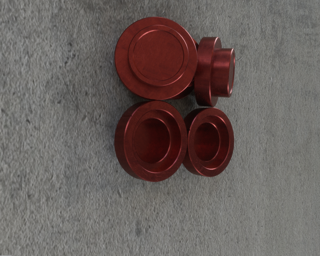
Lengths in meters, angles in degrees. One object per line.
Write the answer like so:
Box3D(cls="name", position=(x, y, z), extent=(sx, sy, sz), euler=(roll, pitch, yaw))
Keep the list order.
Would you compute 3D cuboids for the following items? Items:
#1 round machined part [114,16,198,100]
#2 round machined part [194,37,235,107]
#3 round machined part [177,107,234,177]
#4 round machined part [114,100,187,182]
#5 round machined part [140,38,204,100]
Box3D(cls="round machined part", position=(-0.004, -0.081, 0.363), extent=(0.099, 0.042, 0.097), euler=(0, 93, -7))
Box3D(cls="round machined part", position=(0.081, -0.078, 0.437), extent=(0.098, 0.042, 0.097), euler=(5, 91, -71))
Box3D(cls="round machined part", position=(0.060, 0.020, 0.448), extent=(0.099, 0.042, 0.097), euler=(0, 90, -40))
Box3D(cls="round machined part", position=(-0.015, 0.015, 0.384), extent=(0.099, 0.042, 0.097), euler=(0, 90, -40))
Box3D(cls="round machined part", position=(0.020, -0.087, 0.413), extent=(0.099, 0.042, 0.097), euler=(0, 90, -40))
